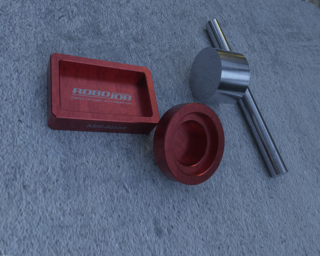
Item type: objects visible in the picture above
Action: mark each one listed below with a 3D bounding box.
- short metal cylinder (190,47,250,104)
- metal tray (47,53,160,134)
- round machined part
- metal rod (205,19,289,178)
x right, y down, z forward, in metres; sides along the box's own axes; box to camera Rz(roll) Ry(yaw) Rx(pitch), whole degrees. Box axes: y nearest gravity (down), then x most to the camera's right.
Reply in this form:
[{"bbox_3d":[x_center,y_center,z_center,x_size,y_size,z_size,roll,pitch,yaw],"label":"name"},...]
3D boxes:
[{"bbox_3d":[0.087,-0.077,0.465,0.050,0.080,0.080,3,61,-27],"label":"short metal cylinder"},{"bbox_3d":[-0.070,-0.041,0.388,0.131,0.030,0.090,4,60,-27],"label":"metal tray"},{"bbox_3d":[0.031,0.018,0.382,0.099,0.042,0.097,-2,93,-37],"label":"round machined part"},{"bbox_3d":[0.137,-0.062,0.517,0.025,0.025,0.299,-3,63,-30],"label":"metal rod"}]
